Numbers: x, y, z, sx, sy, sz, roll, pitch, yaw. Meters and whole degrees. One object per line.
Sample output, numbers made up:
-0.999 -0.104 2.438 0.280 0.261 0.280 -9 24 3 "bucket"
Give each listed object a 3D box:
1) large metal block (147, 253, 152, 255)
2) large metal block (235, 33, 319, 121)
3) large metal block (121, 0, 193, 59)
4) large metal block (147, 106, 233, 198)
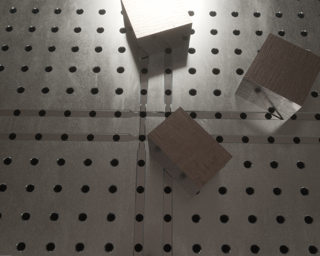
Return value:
-0.016 0.193 0.328 0.080 0.050 0.080 -39 75 -13 "large metal block"
0.163 -0.070 0.426 0.080 0.050 0.080 30 73 10 "large metal block"
-0.007 -0.160 0.457 0.081 0.050 0.080 -18 71 -7 "large metal block"
0.032 0.032 0.371 0.050 0.080 0.080 -41 76 -14 "large metal block"
